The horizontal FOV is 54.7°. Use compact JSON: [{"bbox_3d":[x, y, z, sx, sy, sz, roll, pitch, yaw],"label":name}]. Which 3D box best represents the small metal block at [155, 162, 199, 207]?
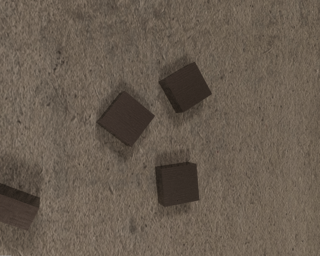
[{"bbox_3d":[0.023,0.075,0.419,0.050,0.025,0.050,-6,92,-20],"label":"small metal block"}]

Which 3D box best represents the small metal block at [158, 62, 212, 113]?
[{"bbox_3d":[0.035,-0.055,0.423,0.050,0.025,0.050,-33,101,-17],"label":"small metal block"}]

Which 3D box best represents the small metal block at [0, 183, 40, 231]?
[{"bbox_3d":[-0.161,0.084,0.337,0.050,0.050,0.025,27,81,-19],"label":"small metal block"}]

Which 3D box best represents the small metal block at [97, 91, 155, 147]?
[{"bbox_3d":[-0.044,-0.011,0.394,0.050,0.025,0.050,40,77,-16],"label":"small metal block"}]
